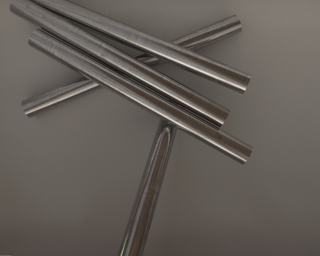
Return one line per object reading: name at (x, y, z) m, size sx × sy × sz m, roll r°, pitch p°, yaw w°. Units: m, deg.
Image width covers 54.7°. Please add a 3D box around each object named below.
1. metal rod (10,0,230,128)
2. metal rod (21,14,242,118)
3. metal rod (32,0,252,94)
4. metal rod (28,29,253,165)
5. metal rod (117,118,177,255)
metal rod at (-0.052, -0.085, 0.385) m, size 0.301 × 0.025 × 0.025 m, roll 29°, pitch 90°, yaw 4°
metal rod at (-0.037, -0.082, 0.410) m, size 0.301 × 0.025 × 0.025 m, roll -22°, pitch 90°, yaw 0°
metal rod at (-0.032, -0.113, 0.389) m, size 0.301 × 0.025 × 0.025 m, roll 24°, pitch 90°, yaw 8°
metal rod at (-0.027, -0.041, 0.380) m, size 0.301 × 0.025 × 0.025 m, roll 29°, pitch 90°, yaw 4°
metal rod at (-0.020, 0.095, 0.340) m, size 0.025 × 0.025 × 0.300 m, roll 17°, pitch 61°, yaw 0°
